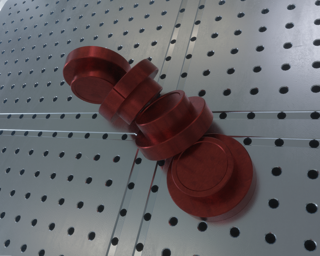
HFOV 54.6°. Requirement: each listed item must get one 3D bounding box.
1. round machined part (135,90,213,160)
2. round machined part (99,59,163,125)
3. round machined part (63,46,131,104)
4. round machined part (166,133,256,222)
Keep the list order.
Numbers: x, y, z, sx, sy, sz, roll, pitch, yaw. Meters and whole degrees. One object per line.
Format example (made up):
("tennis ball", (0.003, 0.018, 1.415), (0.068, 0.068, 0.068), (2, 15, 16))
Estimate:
("round machined part", (0.010, -0.010, 0.371), (0.098, 0.042, 0.098), (-29, 22, 13))
("round machined part", (-0.034, -0.043, 0.419), (0.042, 0.098, 0.098), (42, 84, -1))
("round machined part", (-0.092, -0.070, 0.455), (0.098, 0.098, 0.042), (-10, 58, 23))
("round machined part", (0.052, 0.049, 0.341), (0.098, 0.042, 0.098), (-13, 56, 21))
